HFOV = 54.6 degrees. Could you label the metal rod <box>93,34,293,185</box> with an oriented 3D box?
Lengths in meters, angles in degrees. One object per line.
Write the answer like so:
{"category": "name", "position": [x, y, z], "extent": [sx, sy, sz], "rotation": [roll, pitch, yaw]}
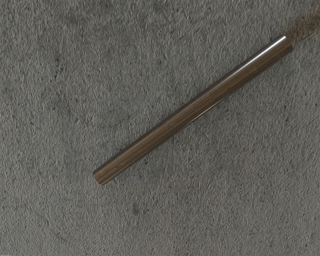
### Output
{"category": "metal rod", "position": [0.034, -0.016, 0.403], "extent": [0.300, 0.025, 0.025], "rotation": [-36, 106, 12]}
